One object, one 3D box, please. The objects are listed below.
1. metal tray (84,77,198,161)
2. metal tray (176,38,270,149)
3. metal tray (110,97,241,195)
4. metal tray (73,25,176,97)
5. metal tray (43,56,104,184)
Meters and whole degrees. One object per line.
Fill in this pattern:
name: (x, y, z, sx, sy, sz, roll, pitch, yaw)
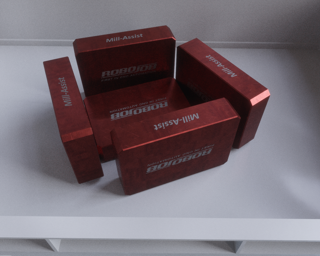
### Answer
metal tray: (-0.027, -0.016, 0.411, 0.131, 0.030, 0.090, -15, 52, -13)
metal tray: (0.072, -0.045, 0.400, 0.030, 0.089, 0.130, -30, 56, -22)
metal tray: (0.017, 0.022, 0.342, 0.131, 0.089, 0.030, -16, 52, -14)
metal tray: (-0.046, -0.088, 0.433, 0.131, 0.089, 0.030, -12, 51, -11)
metal tray: (-0.103, -0.011, 0.368, 0.030, 0.089, 0.130, -17, 52, -14)
